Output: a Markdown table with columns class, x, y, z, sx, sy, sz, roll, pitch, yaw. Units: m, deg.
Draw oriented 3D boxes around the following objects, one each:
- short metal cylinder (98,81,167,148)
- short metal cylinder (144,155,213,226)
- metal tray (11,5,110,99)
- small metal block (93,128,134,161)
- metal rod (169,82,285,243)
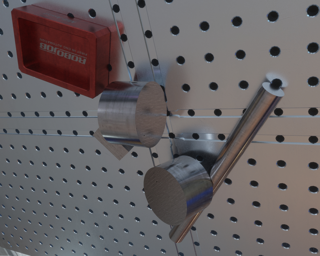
| class | x | y | z | sx | sy | sz | roll | pitch | yaw |
| --- | --- | --- | --- | --- | --- | --- | --- | --- | --- |
| short metal cylinder | -0.031 | -0.018 | 0.381 | 0.050 | 0.080 | 0.079 | 4 | 121 | 26 |
| short metal cylinder | 0.023 | 0.082 | 0.415 | 0.080 | 0.050 | 0.079 | 20 | 118 | 43 |
| metal tray | -0.132 | -0.102 | 0.414 | 0.130 | 0.030 | 0.089 | 21 | 126 | 15 |
| small metal block | -0.055 | 0.008 | 0.429 | 0.050 | 0.050 | 0.025 | 44 | 129 | -3 |
| metal rod | 0.072 | 0.068 | 0.414 | 0.025 | 0.025 | 0.298 | 30 | 128 | 9 |
